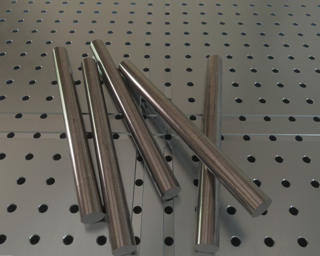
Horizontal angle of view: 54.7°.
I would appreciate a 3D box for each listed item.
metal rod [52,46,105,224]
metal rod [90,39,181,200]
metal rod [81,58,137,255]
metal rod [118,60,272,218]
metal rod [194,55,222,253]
[{"bbox_3d":[-0.117,-0.014,0.417,0.025,0.025,0.299,-14,52,-12],"label":"metal rod"},{"bbox_3d":[-0.047,-0.033,0.434,0.025,0.025,0.300,-18,53,-15],"label":"metal rod"},{"bbox_3d":[-0.074,0.010,0.398,0.025,0.025,0.300,-11,51,-10],"label":"metal rod"},{"bbox_3d":[0.022,-0.009,0.392,0.025,0.025,0.300,-24,47,-19],"label":"metal rod"},{"bbox_3d":[0.067,0.006,0.403,0.025,0.025,0.300,6,50,5],"label":"metal rod"}]
